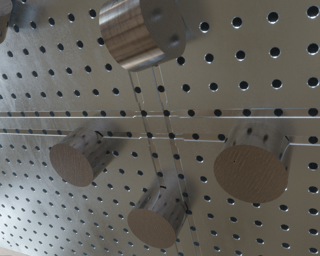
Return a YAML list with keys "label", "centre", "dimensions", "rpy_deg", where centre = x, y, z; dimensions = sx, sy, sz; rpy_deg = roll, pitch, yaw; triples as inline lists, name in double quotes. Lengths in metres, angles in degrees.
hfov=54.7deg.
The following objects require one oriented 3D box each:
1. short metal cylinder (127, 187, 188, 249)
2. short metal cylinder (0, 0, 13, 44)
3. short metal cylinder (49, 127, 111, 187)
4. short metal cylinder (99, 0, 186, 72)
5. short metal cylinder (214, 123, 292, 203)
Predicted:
- label: "short metal cylinder"
  centre: [-0.003, 0.140, 0.483]
  dimensions: [0.080, 0.050, 0.079]
  rpy_deg: [13, 124, 21]
- label: "short metal cylinder"
  centre: [-0.244, -0.153, 0.410]
  dimensions: [0.080, 0.080, 0.050]
  rpy_deg: [40, 129, 1]
- label: "short metal cylinder"
  centre: [-0.125, 0.046, 0.489]
  dimensions: [0.080, 0.050, 0.079]
  rpy_deg: [13, 124, 21]
- label: "short metal cylinder"
  centre: [-0.015, -0.103, 0.320]
  dimensions: [0.050, 0.080, 0.080]
  rpy_deg: [-13, 112, 33]
- label: "short metal cylinder"
  centre: [0.109, 0.041, 0.363]
  dimensions: [0.080, 0.050, 0.079]
  rpy_deg: [13, 124, 21]
